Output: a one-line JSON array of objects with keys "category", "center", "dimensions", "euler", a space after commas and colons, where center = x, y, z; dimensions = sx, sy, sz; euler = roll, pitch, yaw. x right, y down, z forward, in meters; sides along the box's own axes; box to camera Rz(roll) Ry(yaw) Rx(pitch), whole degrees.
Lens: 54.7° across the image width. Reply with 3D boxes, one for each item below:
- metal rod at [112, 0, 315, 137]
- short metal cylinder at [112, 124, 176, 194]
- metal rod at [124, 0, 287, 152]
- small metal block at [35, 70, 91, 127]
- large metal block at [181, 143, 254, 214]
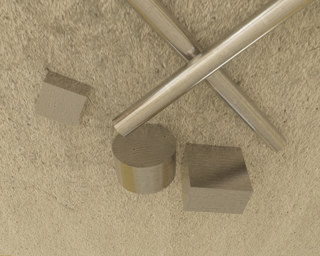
[{"category": "metal rod", "center": [0.072, -0.084, 0.310], "dimensions": [0.300, 0.025, 0.025], "euler": [-35, 123, 16]}, {"category": "short metal cylinder", "center": [-0.019, 0.039, 0.404], "dimensions": [0.081, 0.080, 0.050], "euler": [-1, 130, 0]}, {"category": "metal rod", "center": [0.061, -0.061, 0.356], "dimensions": [0.025, 0.025, 0.301], "euler": [-36, 122, 26]}, {"category": "small metal block", "center": [-0.118, -0.035, 0.376], "dimensions": [0.050, 0.025, 0.050], "euler": [19, 127, -16]}, {"category": "large metal block", "center": [0.074, 0.069, 0.431], "dimensions": [0.081, 0.080, 0.050], "euler": [5, 130, -5]}]
